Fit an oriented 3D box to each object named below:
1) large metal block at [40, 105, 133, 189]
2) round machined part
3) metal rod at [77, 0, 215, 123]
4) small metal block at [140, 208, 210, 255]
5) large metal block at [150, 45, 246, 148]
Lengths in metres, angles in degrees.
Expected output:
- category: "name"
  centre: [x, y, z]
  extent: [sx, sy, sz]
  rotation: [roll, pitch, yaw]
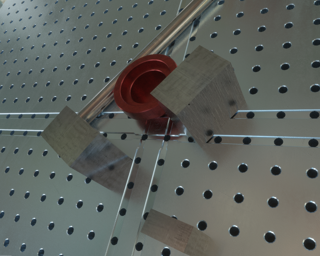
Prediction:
- category: "large metal block"
  centre: [-0.095, 0.026, 0.407]
  extent: [0.080, 0.080, 0.050]
  rotation: [34, 81, 38]
- category: "round machined part"
  centre: [-0.012, -0.053, 0.436]
  extent: [0.098, 0.042, 0.098]
  rotation: [-13, 56, 21]
- category: "metal rod"
  centre: [-0.019, -0.115, 0.488]
  extent: [0.300, 0.025, 0.025]
  rotation: [-45, 51, -4]
- category: "small metal block"
  centre: [0.016, 0.109, 0.317]
  extent: [0.050, 0.050, 0.025]
  rotation: [13, 69, 33]
- category: "large metal block"
  centre: [0.048, -0.036, 0.370]
  extent: [0.080, 0.080, 0.050]
  rotation: [-45, 51, -3]
